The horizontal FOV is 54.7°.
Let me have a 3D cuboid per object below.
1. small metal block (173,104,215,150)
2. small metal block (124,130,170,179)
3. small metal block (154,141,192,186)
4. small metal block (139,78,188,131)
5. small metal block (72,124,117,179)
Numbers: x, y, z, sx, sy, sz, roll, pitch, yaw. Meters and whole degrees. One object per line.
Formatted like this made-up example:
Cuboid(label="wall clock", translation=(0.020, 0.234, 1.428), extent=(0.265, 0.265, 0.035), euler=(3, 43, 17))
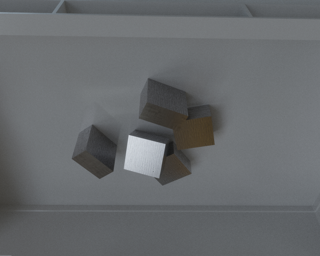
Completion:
Cuboid(label="small metal block", translation=(0.044, 0.000, 0.410), extent=(0.050, 0.025, 0.050), euler=(-9, 130, 7))
Cuboid(label="small metal block", translation=(-0.018, 0.035, 0.419), extent=(0.050, 0.025, 0.050), euler=(14, 109, 10))
Cuboid(label="small metal block", translation=(0.011, 0.053, 0.455), extent=(0.050, 0.025, 0.050), euler=(-26, 126, 20))
Cuboid(label="small metal block", translation=(0.004, -0.028, 0.369), extent=(0.050, 0.050, 0.025), euler=(18, 128, -15))
Cuboid(label="small metal block", translation=(-0.087, 0.032, 0.419), extent=(0.025, 0.050, 0.050), euler=(-30, 124, 23))
